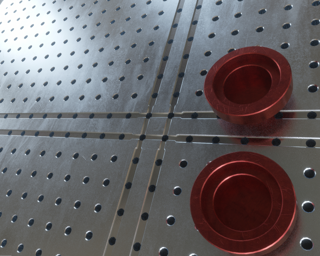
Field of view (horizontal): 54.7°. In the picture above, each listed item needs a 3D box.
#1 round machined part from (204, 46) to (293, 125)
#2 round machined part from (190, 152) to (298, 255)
[{"bbox_3d":[0.106,-0.046,0.370,0.098,0.042,0.098,-13,56,20],"label":"round machined part"},{"bbox_3d":[0.083,0.076,0.307,0.098,0.042,0.098,-13,56,20],"label":"round machined part"}]
